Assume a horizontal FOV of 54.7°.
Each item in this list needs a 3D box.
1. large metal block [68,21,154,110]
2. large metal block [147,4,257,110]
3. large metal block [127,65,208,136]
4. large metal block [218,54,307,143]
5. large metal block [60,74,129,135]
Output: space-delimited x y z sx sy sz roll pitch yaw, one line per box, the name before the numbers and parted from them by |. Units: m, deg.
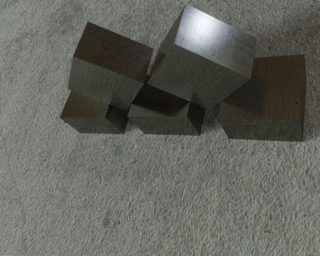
large metal block | -0.063 -0.072 0.381 0.080 0.080 0.050 19 65 -13
large metal block | 0.042 -0.070 0.329 0.080 0.080 0.050 137 152 -62
large metal block | 0.015 -0.037 0.404 0.080 0.050 0.080 1 62 28
large metal block | 0.117 -0.032 0.347 0.080 0.050 0.080 2 62 28
large metal block | -0.088 -0.038 0.457 0.080 0.050 0.080 0 62 28
